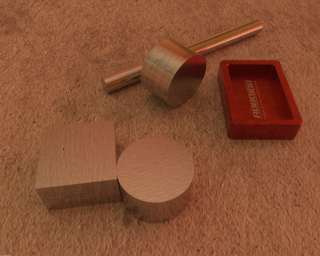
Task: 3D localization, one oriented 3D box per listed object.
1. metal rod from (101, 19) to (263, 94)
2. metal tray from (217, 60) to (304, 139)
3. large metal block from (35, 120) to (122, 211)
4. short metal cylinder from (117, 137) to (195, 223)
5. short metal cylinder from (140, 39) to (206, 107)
[{"bbox_3d":[0.047,-0.123,0.506,0.302,0.025,0.025,-25,55,-20],"label":"metal rod"},{"bbox_3d":[0.135,-0.044,0.437,0.091,0.030,0.130,0,50,0],"label":"metal tray"},{"bbox_3d":[-0.088,0.041,0.352,0.081,0.050,0.080,-6,50,-5],"label":"large metal block"},{"bbox_3d":[-0.005,0.056,0.340,0.081,0.050,0.080,0,50,0],"label":"short metal cylinder"},{"bbox_3d":[0.019,-0.076,0.431,0.050,0.080,0.080,37,59,26],"label":"short metal cylinder"}]
